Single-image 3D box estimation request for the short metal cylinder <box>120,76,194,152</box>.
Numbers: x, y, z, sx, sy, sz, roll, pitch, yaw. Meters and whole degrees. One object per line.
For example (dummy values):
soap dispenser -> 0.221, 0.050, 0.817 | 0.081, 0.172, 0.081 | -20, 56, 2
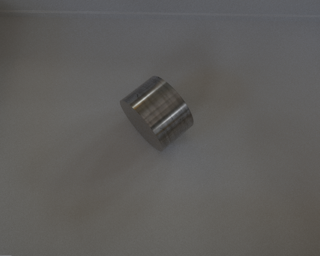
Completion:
short metal cylinder -> -0.004, -0.017, 0.384 | 0.050, 0.080, 0.080 | -40, 75, -13
